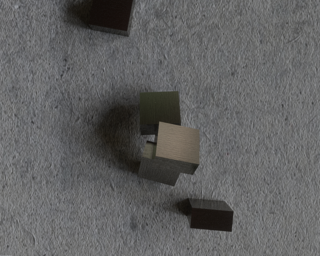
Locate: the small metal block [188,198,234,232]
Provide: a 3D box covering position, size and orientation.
[{"bbox_3d":[0.063,0.110,0.398,0.050,0.050,0.025,5,90,0],"label":"small metal block"}]

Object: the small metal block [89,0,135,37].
[{"bbox_3d":[-0.062,-0.153,0.409,0.050,0.025,0.050,10,90,0],"label":"small metal block"}]

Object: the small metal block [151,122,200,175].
[{"bbox_3d":[0.019,0.024,0.368,0.050,0.025,0.050,11,51,-7],"label":"small metal block"}]

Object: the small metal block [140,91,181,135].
[{"bbox_3d":[0.000,-0.019,0.398,0.050,0.025,0.050,-2,57,0],"label":"small metal block"}]

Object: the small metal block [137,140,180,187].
[{"bbox_3d":[0.001,0.046,0.395,0.050,0.050,0.025,15,51,-1],"label":"small metal block"}]
